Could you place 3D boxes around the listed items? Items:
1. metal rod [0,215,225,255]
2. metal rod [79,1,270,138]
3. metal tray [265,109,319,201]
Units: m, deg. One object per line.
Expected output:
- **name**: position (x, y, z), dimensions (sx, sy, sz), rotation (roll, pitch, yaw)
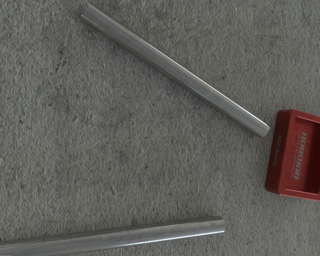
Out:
- **metal rod**: position (-0.056, 0.138, 0.388), dimensions (0.303, 0.025, 0.025), rotation (0, 90, -20)
- **metal rod**: position (0.032, -0.069, 0.420), dimensions (0.301, 0.025, 0.025), rotation (31, 80, -18)
- **metal tray**: position (0.221, 0.043, 0.488), dimensions (0.091, 0.030, 0.129), rotation (13, 86, -20)
